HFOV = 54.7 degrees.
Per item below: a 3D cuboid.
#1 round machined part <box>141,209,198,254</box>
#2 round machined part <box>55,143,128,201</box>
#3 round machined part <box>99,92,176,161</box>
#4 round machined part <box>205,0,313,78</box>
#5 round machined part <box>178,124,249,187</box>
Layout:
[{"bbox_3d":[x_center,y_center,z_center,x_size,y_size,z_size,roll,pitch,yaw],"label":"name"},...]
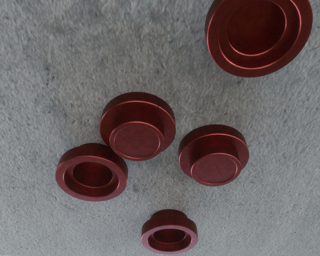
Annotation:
[{"bbox_3d":[0.017,0.181,0.551,0.099,0.042,0.097,-1,130,0],"label":"round machined part"},{"bbox_3d":[-0.095,0.059,0.445,0.099,0.042,0.097,-1,130,0],"label":"round machined part"},{"bbox_3d":[-0.029,0.005,0.400,0.099,0.042,0.097,-1,130,0],"label":"round machined part"},{"bbox_3d":[0.094,-0.103,0.310,0.099,0.042,0.097,-1,130,0],"label":"round machined part"},{"bbox_3d":[0.076,0.045,0.436,0.099,0.042,0.097,-1,130,0],"label":"round machined part"}]
